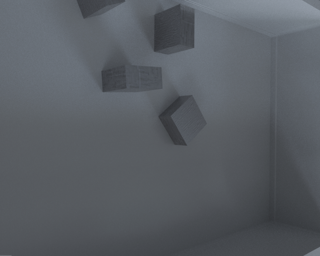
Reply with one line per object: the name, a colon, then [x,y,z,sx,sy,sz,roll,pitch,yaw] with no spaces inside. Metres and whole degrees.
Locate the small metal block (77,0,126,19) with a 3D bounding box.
small metal block: [-0.069,-0.151,0.332,0.025,0.050,0.050,-31,110,-36]

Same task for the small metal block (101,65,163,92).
small metal block: [-0.033,-0.056,0.362,0.050,0.050,0.025,-6,94,-40]

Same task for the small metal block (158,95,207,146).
small metal block: [0.033,-0.011,0.434,0.050,0.025,0.050,-45,117,-31]

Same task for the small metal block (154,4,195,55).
small metal block: [0.018,-0.127,0.405,0.025,0.050,0.050,1,90,-40]
